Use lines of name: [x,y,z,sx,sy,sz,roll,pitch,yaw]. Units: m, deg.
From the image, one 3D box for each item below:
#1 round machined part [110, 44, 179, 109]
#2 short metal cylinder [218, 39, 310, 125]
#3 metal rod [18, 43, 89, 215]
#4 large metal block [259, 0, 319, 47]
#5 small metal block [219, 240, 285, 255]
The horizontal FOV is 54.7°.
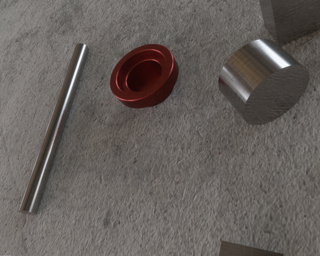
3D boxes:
round machined part: [-0.018,-0.069,0.444,0.098,0.042,0.098,-13,56,20]
short metal cylinder: [0.112,-0.049,0.340,0.080,0.080,0.050,-34,52,5]
metal rod: [-0.162,-0.014,0.494,0.025,0.025,0.299,-5,59,25]
large metal block: [0.169,-0.158,0.376,0.080,0.080,0.050,-23,53,14]
small metal block: [0.082,0.121,0.270,0.050,0.050,0.025,3,63,29]
